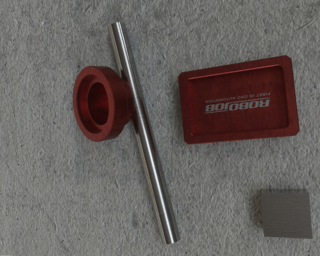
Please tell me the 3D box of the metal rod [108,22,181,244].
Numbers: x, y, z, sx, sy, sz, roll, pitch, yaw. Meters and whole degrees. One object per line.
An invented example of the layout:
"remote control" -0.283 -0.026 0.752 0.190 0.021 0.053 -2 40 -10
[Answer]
"metal rod" -0.023 0.003 0.416 0.025 0.025 0.298 -16 85 19

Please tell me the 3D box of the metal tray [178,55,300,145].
"metal tray" 0.092 -0.030 0.373 0.130 0.030 0.089 -6 88 19

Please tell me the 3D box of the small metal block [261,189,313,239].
"small metal block" 0.145 0.098 0.358 0.050 0.025 0.050 -4 89 20

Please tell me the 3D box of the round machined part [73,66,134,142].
"round machined part" -0.072 -0.033 0.412 0.098 0.042 0.097 10 105 45
